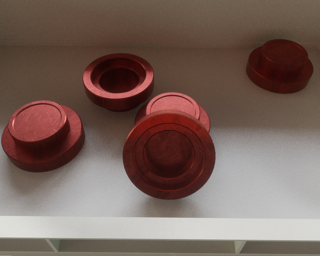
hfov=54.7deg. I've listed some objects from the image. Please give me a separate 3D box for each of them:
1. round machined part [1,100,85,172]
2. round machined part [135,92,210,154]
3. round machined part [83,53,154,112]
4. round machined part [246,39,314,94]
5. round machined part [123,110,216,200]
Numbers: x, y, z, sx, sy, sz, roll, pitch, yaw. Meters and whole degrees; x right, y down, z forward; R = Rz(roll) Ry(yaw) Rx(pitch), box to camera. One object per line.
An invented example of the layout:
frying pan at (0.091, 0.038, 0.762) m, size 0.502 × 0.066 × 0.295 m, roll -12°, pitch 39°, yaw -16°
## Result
round machined part at (-0.148, 0.003, 0.389) m, size 0.099 × 0.042 × 0.098 m, roll 0°, pitch 50°, yaw 0°
round machined part at (0.016, -0.008, 0.401) m, size 0.099 × 0.042 × 0.098 m, roll 0°, pitch 50°, yaw 0°
round machined part at (-0.058, -0.061, 0.444) m, size 0.099 × 0.042 × 0.098 m, roll 0°, pitch 50°, yaw 0°
round machined part at (0.189, -0.102, 0.482) m, size 0.099 × 0.042 × 0.098 m, roll 0°, pitch 50°, yaw 0°
round machined part at (0.010, 0.027, 0.348) m, size 0.099 × 0.097 × 0.042 m, roll 2°, pitch 14°, yaw 1°
